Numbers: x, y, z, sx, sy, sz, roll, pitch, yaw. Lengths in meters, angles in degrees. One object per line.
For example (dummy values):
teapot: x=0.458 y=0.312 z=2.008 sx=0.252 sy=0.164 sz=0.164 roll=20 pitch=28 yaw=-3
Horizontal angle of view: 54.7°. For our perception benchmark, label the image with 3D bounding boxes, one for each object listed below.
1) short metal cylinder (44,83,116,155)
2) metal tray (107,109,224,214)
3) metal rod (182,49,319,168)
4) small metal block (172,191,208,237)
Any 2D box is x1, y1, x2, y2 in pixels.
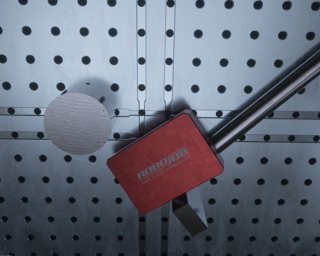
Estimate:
short metal cylinder: x=-0.099 y=-0.012 z=0.394 sx=0.081 sy=0.050 sz=0.079 roll=0 pitch=110 yaw=-1
metal tray: x=0.007 y=0.046 z=0.411 sx=0.130 sy=0.030 sz=0.090 roll=-32 pitch=94 yaw=16
metal rod: x=0.143 y=-0.034 z=0.402 sx=0.300 sy=0.025 sz=0.025 roll=-40 pitch=106 yaw=13
small metal block: x=0.041 y=0.117 z=0.444 sx=0.025 sy=0.050 sz=0.050 roll=-34 pitch=107 yaw=11
